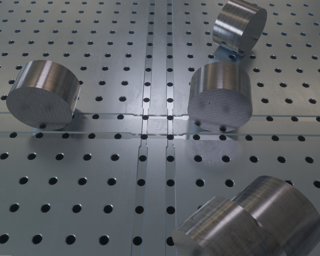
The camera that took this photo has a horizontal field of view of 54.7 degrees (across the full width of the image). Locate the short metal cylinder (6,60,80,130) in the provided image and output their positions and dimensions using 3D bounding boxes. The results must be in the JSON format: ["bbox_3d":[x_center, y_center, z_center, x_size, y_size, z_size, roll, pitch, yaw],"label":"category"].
[{"bbox_3d":[-0.150,-0.042,0.406,0.080,0.080,0.050,1,50,1],"label":"short metal cylinder"}]

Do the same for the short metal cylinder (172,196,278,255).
[{"bbox_3d":[0.056,0.110,0.280,0.050,0.080,0.080,-33,58,-24],"label":"short metal cylinder"}]

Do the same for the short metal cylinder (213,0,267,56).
[{"bbox_3d":[0.132,-0.167,0.513,0.050,0.080,0.080,36,58,26],"label":"short metal cylinder"}]

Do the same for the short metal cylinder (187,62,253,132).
[{"bbox_3d":[0.078,-0.039,0.405,0.080,0.080,0.050,6,51,5],"label":"short metal cylinder"}]

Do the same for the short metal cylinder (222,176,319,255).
[{"bbox_3d":[0.103,0.093,0.294,0.050,0.080,0.080,-33,58,-25],"label":"short metal cylinder"}]
